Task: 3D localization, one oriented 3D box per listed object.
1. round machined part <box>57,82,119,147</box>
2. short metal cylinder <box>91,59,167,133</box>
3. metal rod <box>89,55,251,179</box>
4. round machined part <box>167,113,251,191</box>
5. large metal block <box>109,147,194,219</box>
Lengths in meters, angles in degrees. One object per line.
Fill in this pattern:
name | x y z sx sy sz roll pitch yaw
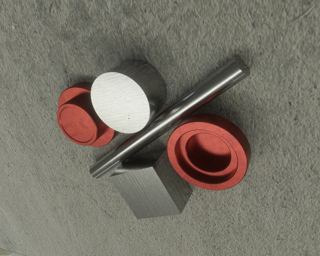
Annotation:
round machined part | -0.107 -0.013 0.445 0.098 0.042 0.097 13 124 21
short metal cylinder | -0.038 -0.040 0.387 0.080 0.050 0.079 13 124 21
metal rod | -0.009 0.003 0.416 0.025 0.025 0.299 49 128 -7
round machined part | 0.062 0.025 0.380 0.098 0.042 0.097 13 124 21
large metal block | -0.011 0.081 0.449 0.080 0.050 0.080 -18 109 35
